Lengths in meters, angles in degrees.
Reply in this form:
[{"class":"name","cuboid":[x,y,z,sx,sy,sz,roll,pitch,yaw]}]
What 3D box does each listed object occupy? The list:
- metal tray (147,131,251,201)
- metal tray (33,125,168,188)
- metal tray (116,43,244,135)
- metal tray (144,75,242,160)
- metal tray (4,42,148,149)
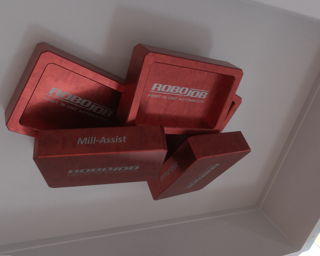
[{"class":"metal tray","cuboid":[0.049,0.054,0.424,0.091,0.030,0.129,-5,150,-33]},{"class":"metal tray","cuboid":[-0.063,0.034,0.347,0.131,0.030,0.090,-3,151,-10]},{"class":"metal tray","cuboid":[0.024,-0.038,0.355,0.131,0.030,0.089,3,117,-31]},{"class":"metal tray","cuboid":[0.042,-0.006,0.425,0.091,0.030,0.129,21,107,-37]},{"class":"metal tray","cuboid":[-0.086,-0.024,0.341,0.131,0.030,0.090,21,107,-37]}]
